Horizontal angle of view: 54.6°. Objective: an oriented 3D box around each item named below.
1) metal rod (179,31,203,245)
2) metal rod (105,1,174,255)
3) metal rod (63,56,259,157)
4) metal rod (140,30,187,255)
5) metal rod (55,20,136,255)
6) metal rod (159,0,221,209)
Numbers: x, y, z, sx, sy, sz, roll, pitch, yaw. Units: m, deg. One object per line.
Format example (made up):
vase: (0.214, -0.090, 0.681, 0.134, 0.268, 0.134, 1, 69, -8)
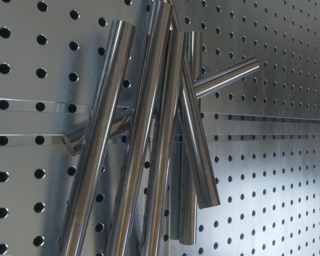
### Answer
metal rod: (0.044, 0.013, 0.444, 0.025, 0.025, 0.298, 3, 88, -40)
metal rod: (-0.026, 0.015, 0.347, 0.025, 0.025, 0.298, 5, 99, -40)
metal rod: (0.022, -0.039, 0.401, 0.302, 0.025, 0.025, -26, 107, -29)
metal rod: (0.001, 0.038, 0.372, 0.025, 0.025, 0.298, -1, 102, -40)
metal rod: (-0.072, 0.040, 0.317, 0.025, 0.025, 0.299, 13, 91, -39)
metal rod: (0.028, -0.055, 0.379, 0.025, 0.025, 0.299, -1, 75, -40)
